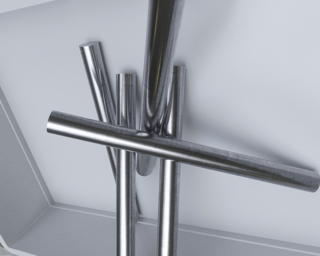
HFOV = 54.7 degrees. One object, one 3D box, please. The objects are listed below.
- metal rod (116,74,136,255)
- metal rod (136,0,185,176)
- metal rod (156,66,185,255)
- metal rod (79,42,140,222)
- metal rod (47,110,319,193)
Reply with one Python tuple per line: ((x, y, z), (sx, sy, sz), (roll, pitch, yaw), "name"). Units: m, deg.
((-0.044, 0.081, 0.403), (0.025, 0.025, 0.298), (3, 95, 27), "metal rod")
((-0.009, -0.016, 0.333), (0.025, 0.025, 0.299), (28, 150, 10), "metal rod")
((0.011, 0.077, 0.373), (0.025, 0.025, 0.298), (5, 96, 26), "metal rod")
((-0.068, 0.024, 0.459), (0.025, 0.025, 0.298), (5, 121, 25), "metal rod")
((0.030, 0.028, 0.343), (0.302, 0.025, 0.025), (13, 127, -5), "metal rod")
